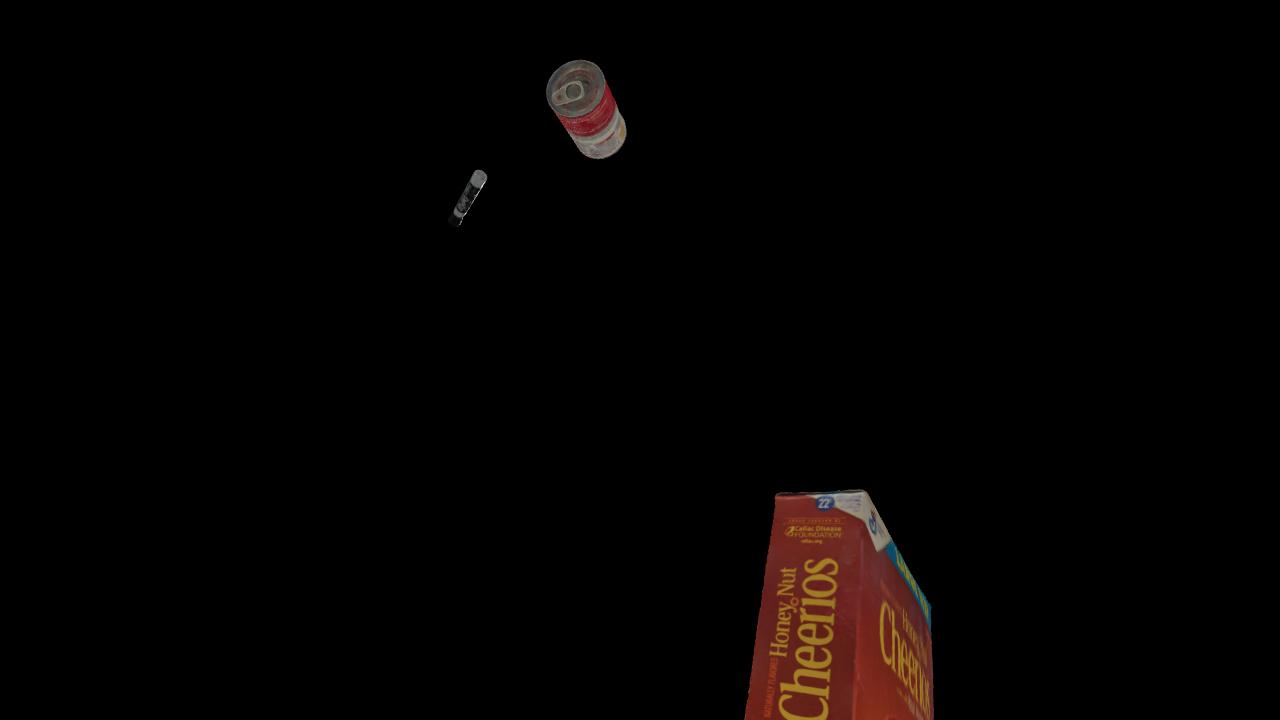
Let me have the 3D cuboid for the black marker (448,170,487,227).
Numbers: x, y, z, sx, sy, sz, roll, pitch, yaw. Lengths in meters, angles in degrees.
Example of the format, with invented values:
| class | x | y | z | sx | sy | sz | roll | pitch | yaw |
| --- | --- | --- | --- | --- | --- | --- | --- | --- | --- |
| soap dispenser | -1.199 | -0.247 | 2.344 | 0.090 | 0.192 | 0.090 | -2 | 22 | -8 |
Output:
| class | x | y | z | sx | sy | sz | roll | pitch | yaw |
| --- | --- | --- | --- | --- | --- | --- | --- | --- | --- |
| black marker | -0.243 | -0.223 | 0.861 | 0.020 | 0.020 | 0.121 | 0 | -21 | -35 |

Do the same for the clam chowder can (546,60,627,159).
| class | x | y | z | sx | sy | sz | roll | pitch | yaw |
| --- | --- | --- | --- | --- | --- | --- | --- | --- | --- |
| clam chowder can | -0.059 | -0.286 | 0.712 | 0.068 | 0.068 | 0.102 | 0 | -10 | 13 |

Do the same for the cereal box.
| class | x | y | z | sx | sy | sz | roll | pitch | yaw |
| --- | --- | --- | --- | --- | --- | --- | --- | --- | --- |
| cereal box | 0.140 | 0.269 | 0.411 | 0.081 | 0.306 | 0.203 | -9 | -47 | 33 |
